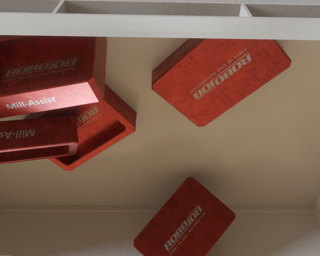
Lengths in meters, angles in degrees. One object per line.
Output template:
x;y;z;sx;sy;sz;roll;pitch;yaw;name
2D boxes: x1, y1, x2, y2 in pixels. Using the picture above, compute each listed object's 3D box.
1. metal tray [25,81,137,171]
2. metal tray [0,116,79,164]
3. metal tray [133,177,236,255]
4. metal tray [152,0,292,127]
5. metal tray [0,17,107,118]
-0.107;-0.003;0.401;0.130;0.030;0.090;-31;124;23;metal tray
-0.161;0.017;0.347;0.131;0.030;0.090;-6;168;-18;metal tray
0.035;0.149;0.455;0.090;0.130;0.030;40;166;10;metal tray
0.065;-0.067;0.350;0.130;0.030;0.090;-37;121;27;metal tray
-0.122;-0.060;0.310;0.131;0.090;0.030;-9;145;7;metal tray
